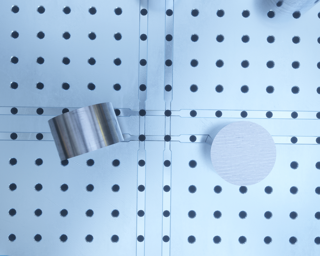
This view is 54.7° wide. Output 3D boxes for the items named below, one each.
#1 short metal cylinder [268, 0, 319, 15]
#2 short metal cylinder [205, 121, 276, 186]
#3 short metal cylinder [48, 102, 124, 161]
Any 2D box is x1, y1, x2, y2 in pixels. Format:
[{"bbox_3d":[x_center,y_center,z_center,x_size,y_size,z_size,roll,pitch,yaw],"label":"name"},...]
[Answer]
[{"bbox_3d":[0.184,-0.197,0.403,0.081,0.050,0.079,0,90,-1],"label":"short metal cylinder"},{"bbox_3d":[0.102,0.031,0.402,0.081,0.050,0.079,0,90,-1],"label":"short metal cylinder"},{"bbox_3d":[-0.091,0.004,0.385,0.080,0.080,0.050,-18,90,0],"label":"short metal cylinder"}]
